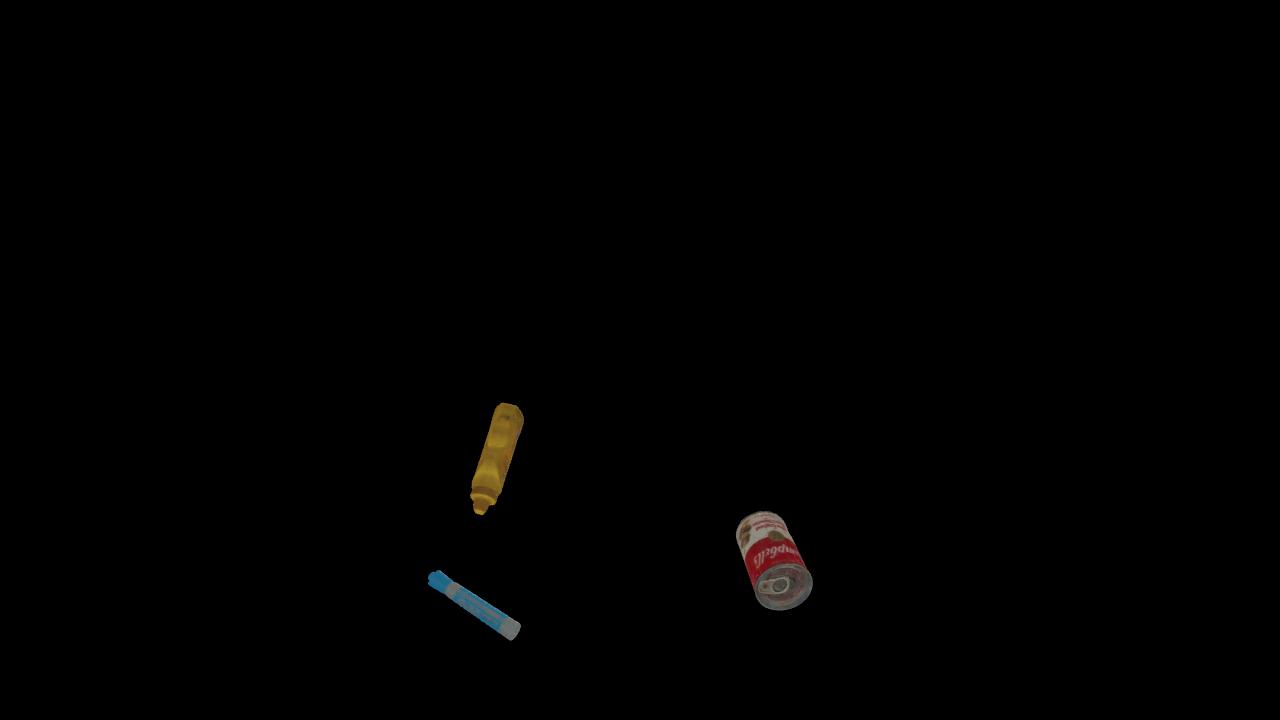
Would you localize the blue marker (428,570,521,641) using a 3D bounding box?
[{"bbox_3d":[-0.182,0.264,0.667,0.121,0.020,0.020,23,9,20],"label":"blue marker"}]

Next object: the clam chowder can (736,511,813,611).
[{"bbox_3d":[0.159,0.239,0.743,0.068,0.068,0.102,0,22,-5],"label":"clam chowder can"}]

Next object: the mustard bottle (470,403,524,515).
[{"bbox_3d":[-0.240,0.169,1.018,0.054,0.184,0.092,16,-38,-8],"label":"mustard bottle"}]
